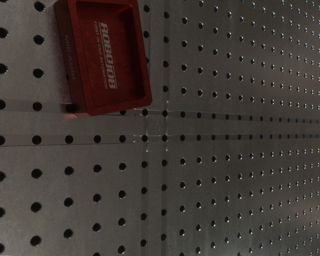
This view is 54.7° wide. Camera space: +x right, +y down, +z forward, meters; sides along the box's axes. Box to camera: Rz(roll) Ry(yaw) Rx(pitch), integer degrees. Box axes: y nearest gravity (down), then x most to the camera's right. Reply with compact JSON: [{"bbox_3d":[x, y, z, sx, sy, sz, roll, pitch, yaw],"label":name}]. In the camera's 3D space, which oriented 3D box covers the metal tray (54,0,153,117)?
[{"bbox_3d":[-0.061,-0.083,0.355,0.091,0.030,0.129,-15,99,-39],"label":"metal tray"}]
